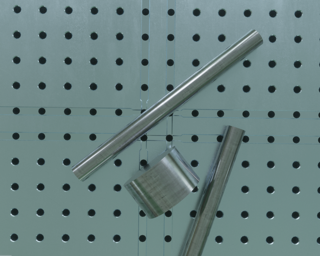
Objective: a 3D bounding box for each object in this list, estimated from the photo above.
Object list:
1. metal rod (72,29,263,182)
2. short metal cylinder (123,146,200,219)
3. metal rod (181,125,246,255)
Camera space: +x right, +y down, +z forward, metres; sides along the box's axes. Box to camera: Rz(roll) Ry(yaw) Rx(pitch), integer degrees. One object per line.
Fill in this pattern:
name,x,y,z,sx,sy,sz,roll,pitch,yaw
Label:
metal rod,0.010,-0.030,0.413,0.300,0.025,0.025,-38,90,0
short metal cylinder,0.002,0.067,0.386,0.080,0.080,0.050,-37,90,0
metal rod,0.052,0.141,0.413,0.025,0.025,0.299,19,90,0
